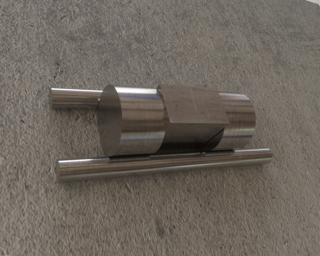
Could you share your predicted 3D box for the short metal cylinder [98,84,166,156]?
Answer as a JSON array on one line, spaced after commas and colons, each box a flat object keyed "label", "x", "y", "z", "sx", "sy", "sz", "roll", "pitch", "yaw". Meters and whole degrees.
[{"label": "short metal cylinder", "x": -0.035, "y": -0.009, "z": 0.356, "sx": 0.050, "sy": 0.080, "sz": 0.080, "roll": -1, "pitch": 62, "yaw": -29}]

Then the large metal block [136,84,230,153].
[{"label": "large metal block", "x": 0.024, "y": -0.009, "z": 0.385, "sx": 0.081, "sy": 0.080, "sz": 0.050, "roll": 0, "pitch": 62, "yaw": -28}]

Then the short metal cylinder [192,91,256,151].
[{"label": "short metal cylinder", "x": 0.081, "y": -0.010, "z": 0.419, "sx": 0.050, "sy": 0.080, "sz": 0.080, "roll": -1, "pitch": 62, "yaw": -29}]

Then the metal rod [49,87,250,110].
[{"label": "metal rod", "x": 0.006, "y": -0.036, "z": 0.431, "sx": 0.303, "sy": 0.025, "sz": 0.025, "roll": -1, "pitch": 62, "yaw": -29}]

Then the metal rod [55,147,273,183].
[{"label": "metal rod", "x": 0.027, "y": 0.043, "z": 0.393, "sx": 0.303, "sy": 0.025, "sz": 0.025, "roll": -1, "pitch": 62, "yaw": -29}]
